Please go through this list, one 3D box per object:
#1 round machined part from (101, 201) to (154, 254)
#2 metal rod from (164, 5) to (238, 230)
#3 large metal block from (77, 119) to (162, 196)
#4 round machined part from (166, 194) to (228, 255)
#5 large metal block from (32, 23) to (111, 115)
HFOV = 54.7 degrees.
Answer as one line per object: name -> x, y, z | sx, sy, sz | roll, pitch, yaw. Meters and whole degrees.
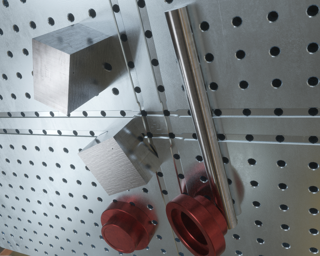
round machined part -> -0.064, 0.181, 0.546 | 0.098, 0.042, 0.097 | 13, 124, 21
metal rod -> 0.057, 0.005, 0.384 | 0.025, 0.025, 0.298 | -3, 117, 30
large metal block -> -0.058, 0.045, 0.454 | 0.080, 0.050, 0.080 | -24, 106, 36
round machined part -> 0.056, 0.135, 0.438 | 0.098, 0.042, 0.097 | 39, 146, 34
large metal block -> -0.109, -0.076, 0.386 | 0.050, 0.080, 0.079 | 25, 127, 13
